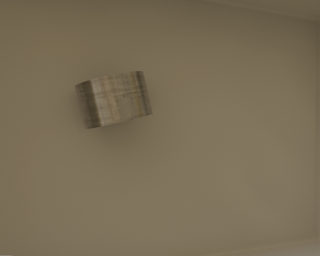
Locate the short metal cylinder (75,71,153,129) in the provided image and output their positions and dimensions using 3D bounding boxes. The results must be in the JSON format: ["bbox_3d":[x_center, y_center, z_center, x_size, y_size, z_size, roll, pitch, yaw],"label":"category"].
[{"bbox_3d":[-0.053,-0.032,0.362,0.081,0.080,0.050,-14,95,-19],"label":"short metal cylinder"}]
